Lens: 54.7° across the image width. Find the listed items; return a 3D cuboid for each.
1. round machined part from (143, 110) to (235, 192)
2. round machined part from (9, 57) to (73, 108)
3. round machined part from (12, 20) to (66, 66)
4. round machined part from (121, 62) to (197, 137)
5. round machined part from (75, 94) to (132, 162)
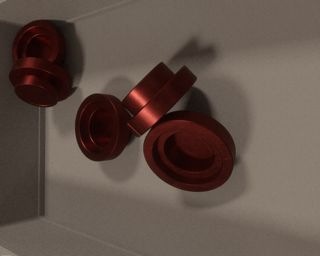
[{"bbox_3d":[0.035,0.021,0.345,0.098,0.042,0.097,11,127,15],"label":"round machined part"},{"bbox_3d":[-0.200,-0.069,0.517,0.098,0.098,0.042,-19,53,38],"label":"round machined part"},{"bbox_3d":[-0.208,-0.136,0.550,0.098,0.042,0.097,-2,84,18],"label":"round machined part"},{"bbox_3d":[-0.007,-0.038,0.359,0.042,0.098,0.098,45,122,-6],"label":"round machined part"},{"bbox_3d":[-0.079,-0.001,0.458,0.098,0.042,0.097,0,90,39],"label":"round machined part"}]
